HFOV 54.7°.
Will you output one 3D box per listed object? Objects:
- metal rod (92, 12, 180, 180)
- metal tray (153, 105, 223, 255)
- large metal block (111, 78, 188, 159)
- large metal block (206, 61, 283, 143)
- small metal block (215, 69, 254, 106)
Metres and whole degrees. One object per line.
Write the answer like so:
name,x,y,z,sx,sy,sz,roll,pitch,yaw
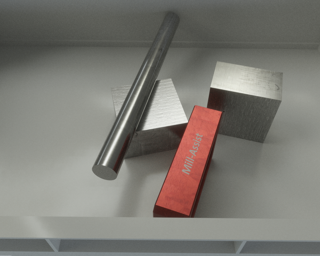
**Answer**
metal rod,-0.017,-0.065,0.393,0.025,0.025,0.300,11,48,9
metal tray,0.030,0.051,0.319,0.030,0.089,0.130,16,52,12
large metal block,-0.015,-0.014,0.400,0.081,0.050,0.080,-10,51,-9
large metal block,0.104,-0.032,0.398,0.080,0.080,0.050,12,51,9
small metal block,0.108,-0.060,0.457,0.050,0.025,0.050,5,50,3
